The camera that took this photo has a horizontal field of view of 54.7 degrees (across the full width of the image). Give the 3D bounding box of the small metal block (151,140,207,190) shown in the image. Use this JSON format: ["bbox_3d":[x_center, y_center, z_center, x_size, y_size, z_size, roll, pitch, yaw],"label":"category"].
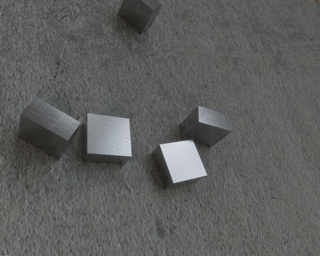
[{"bbox_3d":[0.024,0.045,0.389,0.050,0.025,0.050,-7,65,-31],"label":"small metal block"}]

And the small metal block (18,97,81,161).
[{"bbox_3d":[-0.117,0.002,0.323,0.050,0.050,0.025,31,52,-8],"label":"small metal block"}]

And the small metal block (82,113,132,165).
[{"bbox_3d":[-0.063,0.014,0.362,0.050,0.025,0.050,7,59,-25],"label":"small metal block"}]

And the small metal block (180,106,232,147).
[{"bbox_3d":[0.061,-0.001,0.421,0.050,0.050,0.025,15,56,-20],"label":"small metal block"}]

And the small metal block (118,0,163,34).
[{"bbox_3d":[-0.032,-0.185,0.483,0.050,0.050,0.025,42,51,0],"label":"small metal block"}]
